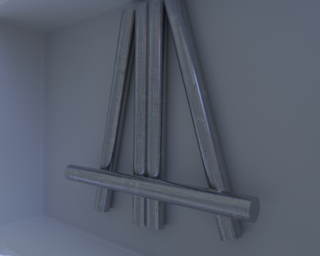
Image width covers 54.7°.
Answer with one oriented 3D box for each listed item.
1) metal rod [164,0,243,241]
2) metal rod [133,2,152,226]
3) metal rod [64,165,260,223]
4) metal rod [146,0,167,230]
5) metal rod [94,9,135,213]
[{"bbox_3d":[0.048,-0.023,0.366,0.025,0.025,0.299,-20,77,38],"label":"metal rod"},{"bbox_3d":[-0.023,-0.018,0.425,0.025,0.025,0.298,1,91,40],"label":"metal rod"},{"bbox_3d":[-0.025,0.074,0.392,0.300,0.025,0.025,2,91,40],"label":"metal rod"},{"bbox_3d":[-0.004,-0.018,0.409,0.025,0.025,0.298,1,91,40],"label":"metal rod"},{"bbox_3d":[-0.065,-0.020,0.460,0.025,0.025,0.298,16,100,39],"label":"metal rod"}]
